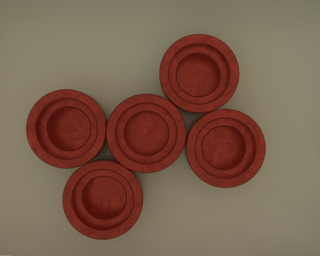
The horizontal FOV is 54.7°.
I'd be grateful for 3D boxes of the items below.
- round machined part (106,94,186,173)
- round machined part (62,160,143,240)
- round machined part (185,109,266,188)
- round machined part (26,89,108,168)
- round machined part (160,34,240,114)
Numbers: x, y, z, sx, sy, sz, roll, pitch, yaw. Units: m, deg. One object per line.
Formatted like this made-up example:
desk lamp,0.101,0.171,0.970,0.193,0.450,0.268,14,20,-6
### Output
round machined part,-0.017,0.007,0.399,0.099,0.042,0.097,0,90,0
round machined part,-0.070,0.088,0.399,0.099,0.042,0.097,0,90,0
round machined part,0.081,0.025,0.401,0.099,0.042,0.097,0,90,0
round machined part,-0.115,0.001,0.400,0.099,0.042,0.097,0,90,0
round machined part,0.049,-0.067,0.401,0.099,0.042,0.097,0,90,0
